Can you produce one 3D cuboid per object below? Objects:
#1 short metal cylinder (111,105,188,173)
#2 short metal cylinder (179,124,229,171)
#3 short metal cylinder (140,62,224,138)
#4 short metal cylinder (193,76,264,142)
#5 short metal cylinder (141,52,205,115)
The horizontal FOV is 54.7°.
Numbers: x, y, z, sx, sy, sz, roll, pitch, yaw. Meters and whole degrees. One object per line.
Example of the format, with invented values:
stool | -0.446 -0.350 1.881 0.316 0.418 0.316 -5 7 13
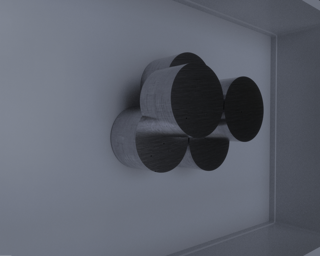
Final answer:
short metal cylinder | -0.012 0.012 0.378 0.081 0.050 0.080 0 90 -40
short metal cylinder | 0.051 0.017 0.431 0.081 0.050 0.080 0 90 -40
short metal cylinder | 0.025 -0.029 0.344 0.081 0.050 0.080 0 90 -40
short metal cylinder | 0.088 -0.023 0.395 0.081 0.050 0.080 0 90 -40
short metal cylinder | 0.023 -0.055 0.407 0.081 0.050 0.080 0 90 -40
